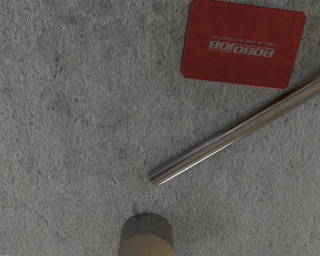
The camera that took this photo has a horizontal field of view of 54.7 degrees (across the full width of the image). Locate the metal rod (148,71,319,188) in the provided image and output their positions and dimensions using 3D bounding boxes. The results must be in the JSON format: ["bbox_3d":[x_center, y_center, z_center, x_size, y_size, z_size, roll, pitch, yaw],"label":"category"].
[{"bbox_3d":[0.116,-0.004,0.409,0.300,0.025,0.025,-32,107,10],"label":"metal rod"}]

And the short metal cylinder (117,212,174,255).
[{"bbox_3d":[-0.020,0.174,0.461,0.081,0.050,0.079,0,110,0],"label":"short metal cylinder"}]

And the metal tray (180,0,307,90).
[{"bbox_3d":[0.095,-0.099,0.371,0.131,0.030,0.089,6,110,-3],"label":"metal tray"}]
